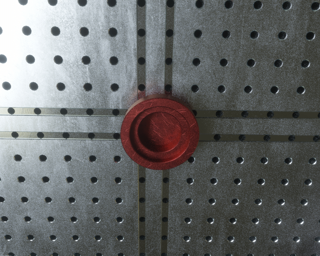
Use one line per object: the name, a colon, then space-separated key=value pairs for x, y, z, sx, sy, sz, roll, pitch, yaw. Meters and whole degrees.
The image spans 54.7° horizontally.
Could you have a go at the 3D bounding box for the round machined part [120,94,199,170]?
round machined part: x=0.000 y=0.002 z=0.405 sx=0.099 sy=0.042 sz=0.097 roll=0 pitch=110 yaw=-1
